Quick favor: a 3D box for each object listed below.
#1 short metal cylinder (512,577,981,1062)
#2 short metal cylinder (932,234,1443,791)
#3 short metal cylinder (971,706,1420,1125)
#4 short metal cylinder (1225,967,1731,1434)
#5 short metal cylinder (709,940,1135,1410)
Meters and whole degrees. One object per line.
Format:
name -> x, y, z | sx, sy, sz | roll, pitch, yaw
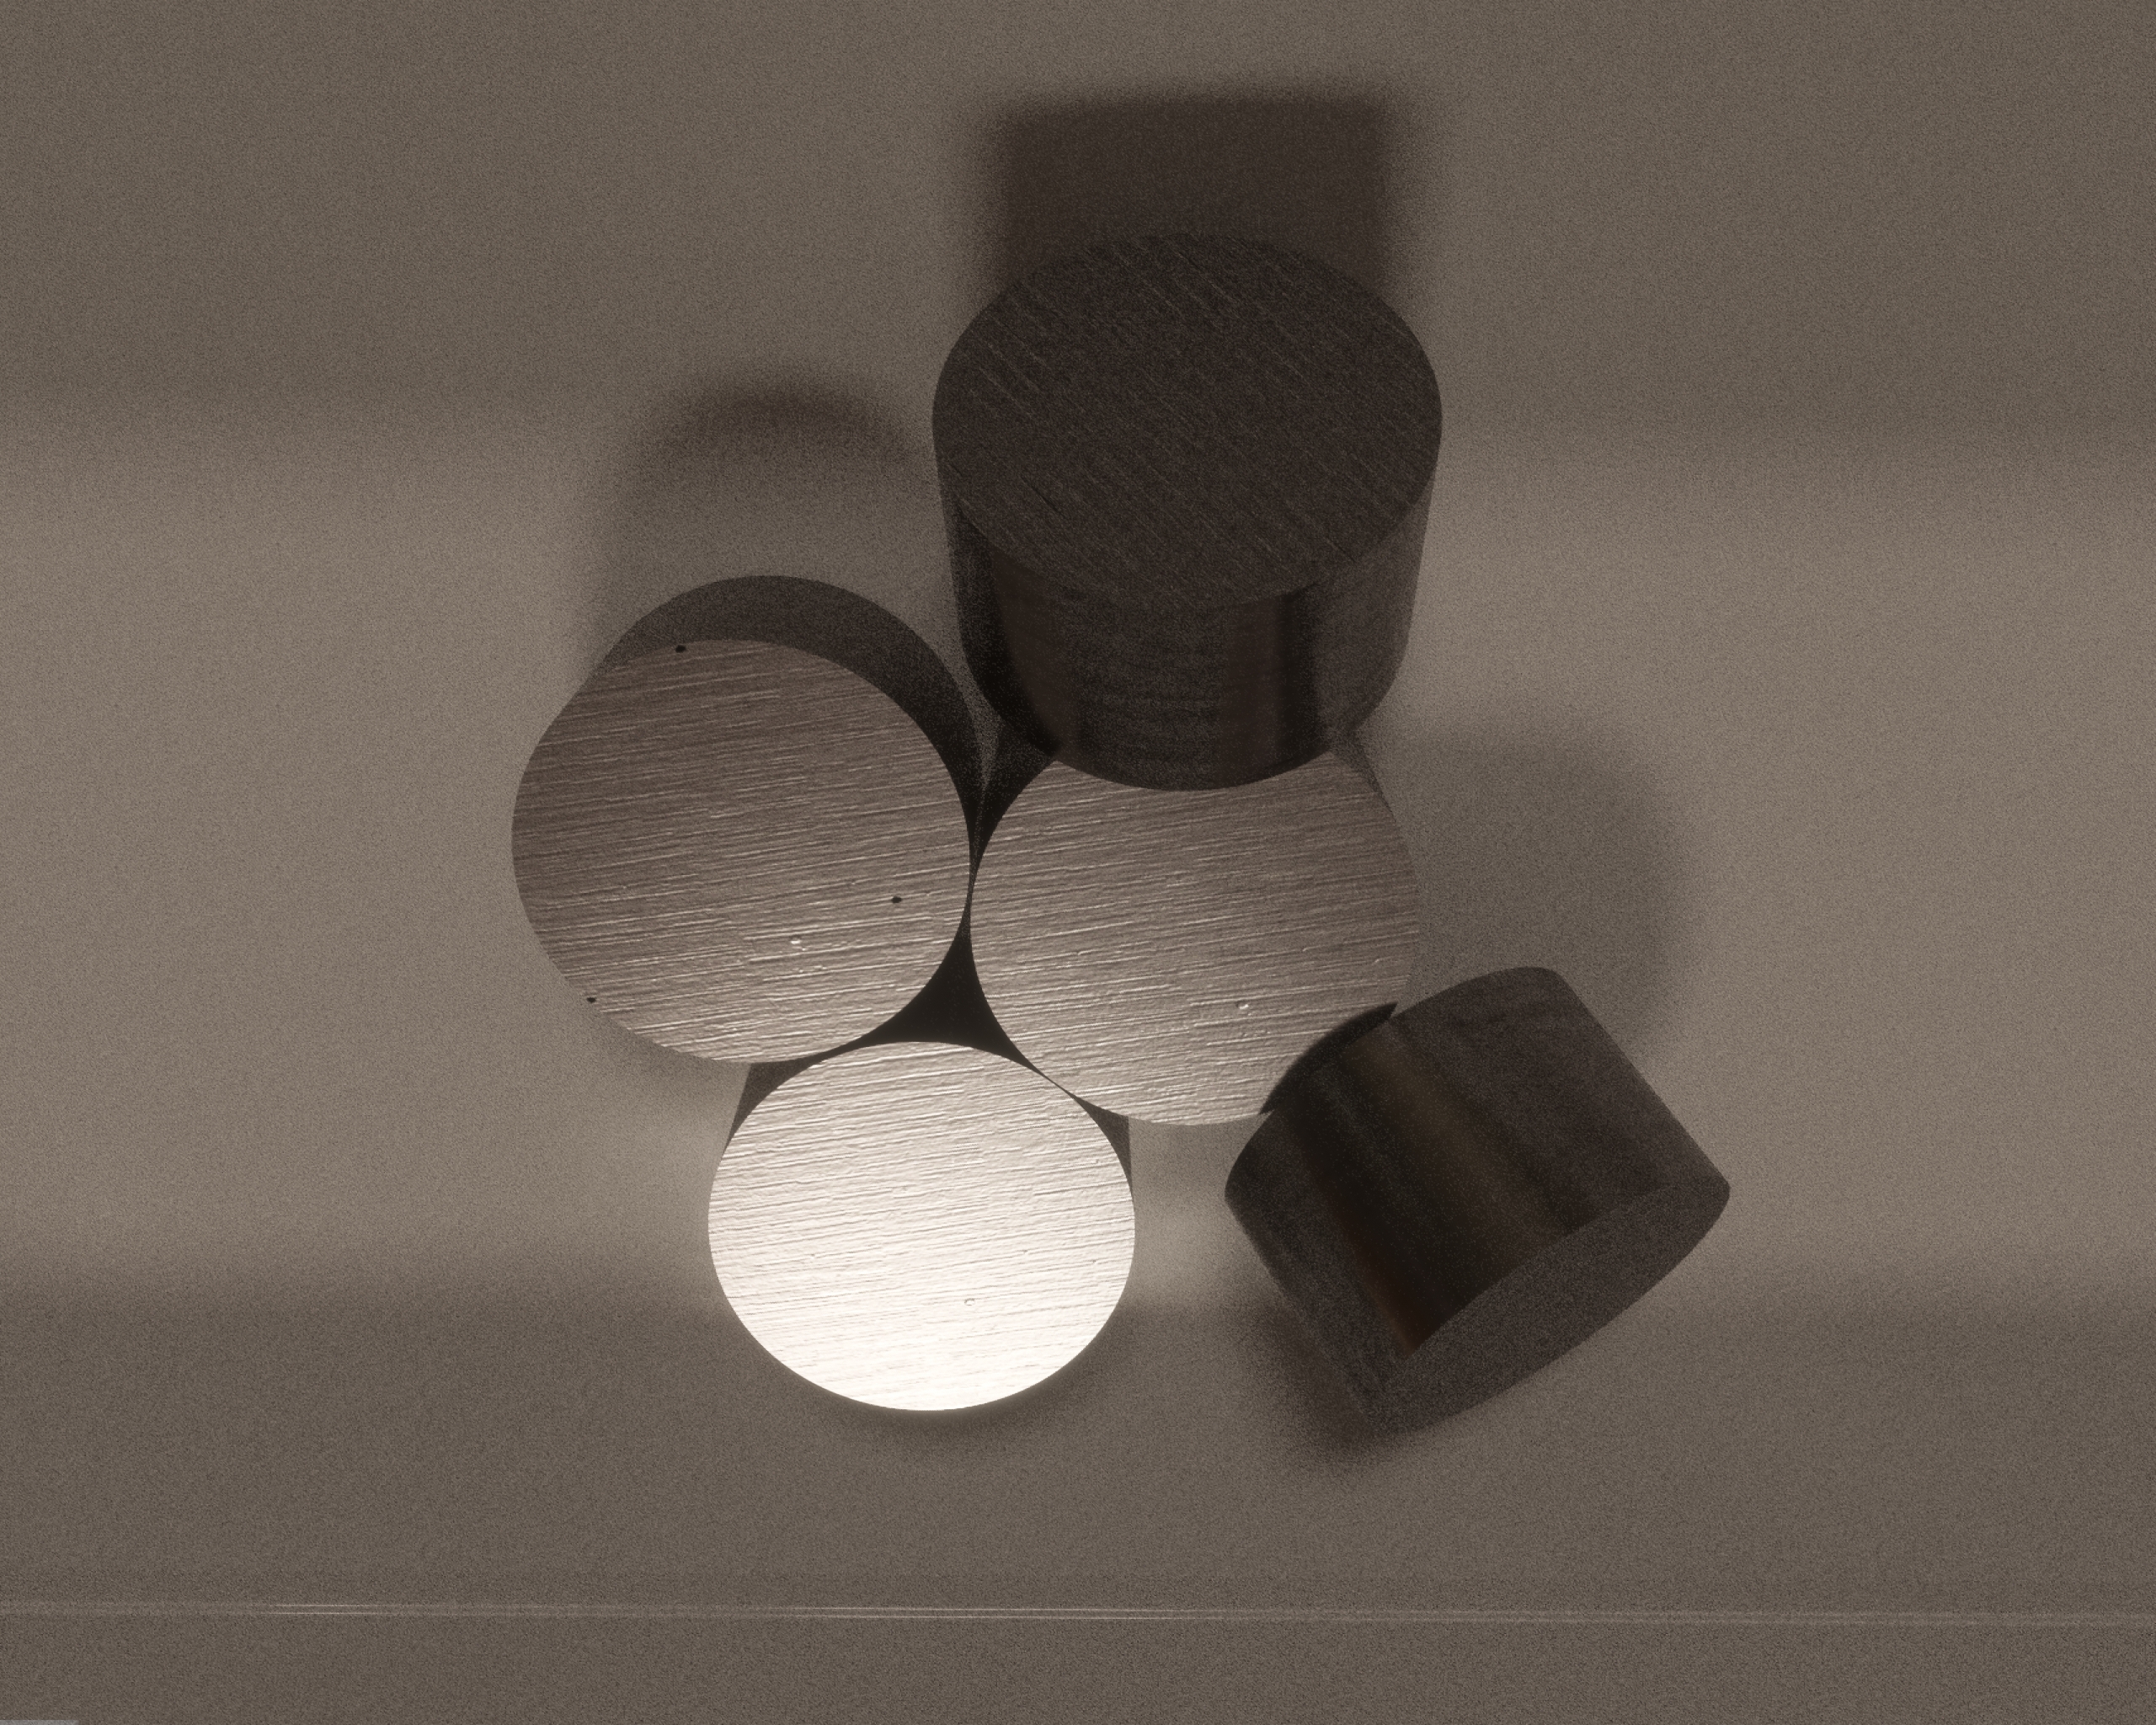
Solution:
short metal cylinder -> -0.059, -0.009, 0.391 | 0.081, 0.050, 0.079 | 0, 110, -1
short metal cylinder -> 0.018, -0.059, 0.351 | 0.081, 0.080, 0.050 | -3, 149, 0
short metal cylinder -> 0.021, 0.003, 0.397 | 0.081, 0.050, 0.079 | 0, 110, -1
short metal cylinder -> 0.076, 0.065, 0.399 | 0.081, 0.050, 0.080 | -25, 149, -16
short metal cylinder -> -0.030, 0.061, 0.418 | 0.081, 0.050, 0.079 | 0, 110, -1
